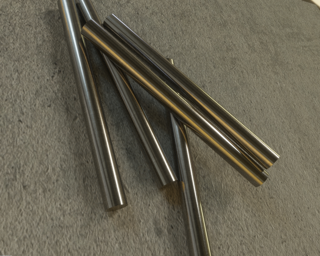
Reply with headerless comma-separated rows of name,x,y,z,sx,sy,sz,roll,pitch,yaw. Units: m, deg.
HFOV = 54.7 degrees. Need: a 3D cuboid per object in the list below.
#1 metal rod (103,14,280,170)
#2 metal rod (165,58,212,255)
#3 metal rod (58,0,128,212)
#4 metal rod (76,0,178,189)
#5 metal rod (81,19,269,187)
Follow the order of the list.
metal rod,0.035,-0.056,0.422,0.300,0.025,0.025,43,50,11
metal rod,0.029,0.033,0.400,0.025,0.025,0.299,6,59,-26
metal rod,-0.090,-0.047,0.384,0.025,0.025,0.299,-4,64,-31
metal rod,-0.053,-0.061,0.413,0.025,0.025,0.299,-14,69,-34
metal rod,0.019,-0.032,0.401,0.300,0.025,0.025,41,51,-1
